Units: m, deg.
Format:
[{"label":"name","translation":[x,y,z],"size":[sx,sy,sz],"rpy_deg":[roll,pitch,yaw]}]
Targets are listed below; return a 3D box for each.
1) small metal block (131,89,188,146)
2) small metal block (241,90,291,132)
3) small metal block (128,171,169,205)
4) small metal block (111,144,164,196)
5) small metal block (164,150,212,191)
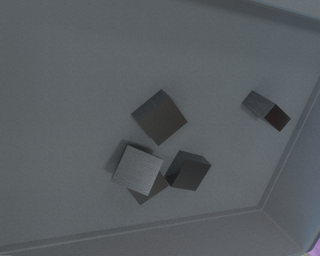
[{"label":"small metal block","translation":[0.000,-0.013,0.400],"size":[0.050,0.025,0.050],"rpy_deg":[-40,129,-1]},{"label":"small metal block","translation":[0.159,-0.026,0.463],"size":[0.050,0.050,0.025],"rpy_deg":[30,102,-38]},{"label":"small metal block","translation":[-0.022,0.075,0.443],"size":[0.050,0.025,0.050],"rpy_deg":[-33,129,-7]},{"label":"small metal block","translation":[-0.030,0.054,0.404],"size":[0.050,0.025,0.050],"rpy_deg":[24,88,-9]},{"label":"small metal block","translation":[0.042,0.066,0.472],"size":[0.050,0.025,0.050],"rpy_deg":[17,109,-35]}]
